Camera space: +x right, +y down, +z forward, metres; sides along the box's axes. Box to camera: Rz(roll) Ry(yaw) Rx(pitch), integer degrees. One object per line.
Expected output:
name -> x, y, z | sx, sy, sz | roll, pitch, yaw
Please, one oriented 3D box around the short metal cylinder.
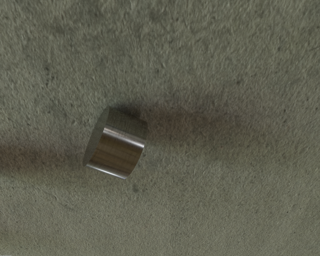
short metal cylinder -> -0.056, 0.018, 0.386 | 0.050, 0.080, 0.080 | 23, 126, -19
